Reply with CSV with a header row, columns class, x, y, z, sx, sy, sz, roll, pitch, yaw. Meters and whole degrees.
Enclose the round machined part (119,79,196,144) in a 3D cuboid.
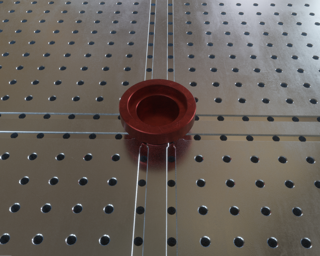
class,x,y,z,sx,sy,sz,roll,pitch,yaw
round machined part,-0.003,-0.017,0.410,0.099,0.042,0.098,0,50,0
